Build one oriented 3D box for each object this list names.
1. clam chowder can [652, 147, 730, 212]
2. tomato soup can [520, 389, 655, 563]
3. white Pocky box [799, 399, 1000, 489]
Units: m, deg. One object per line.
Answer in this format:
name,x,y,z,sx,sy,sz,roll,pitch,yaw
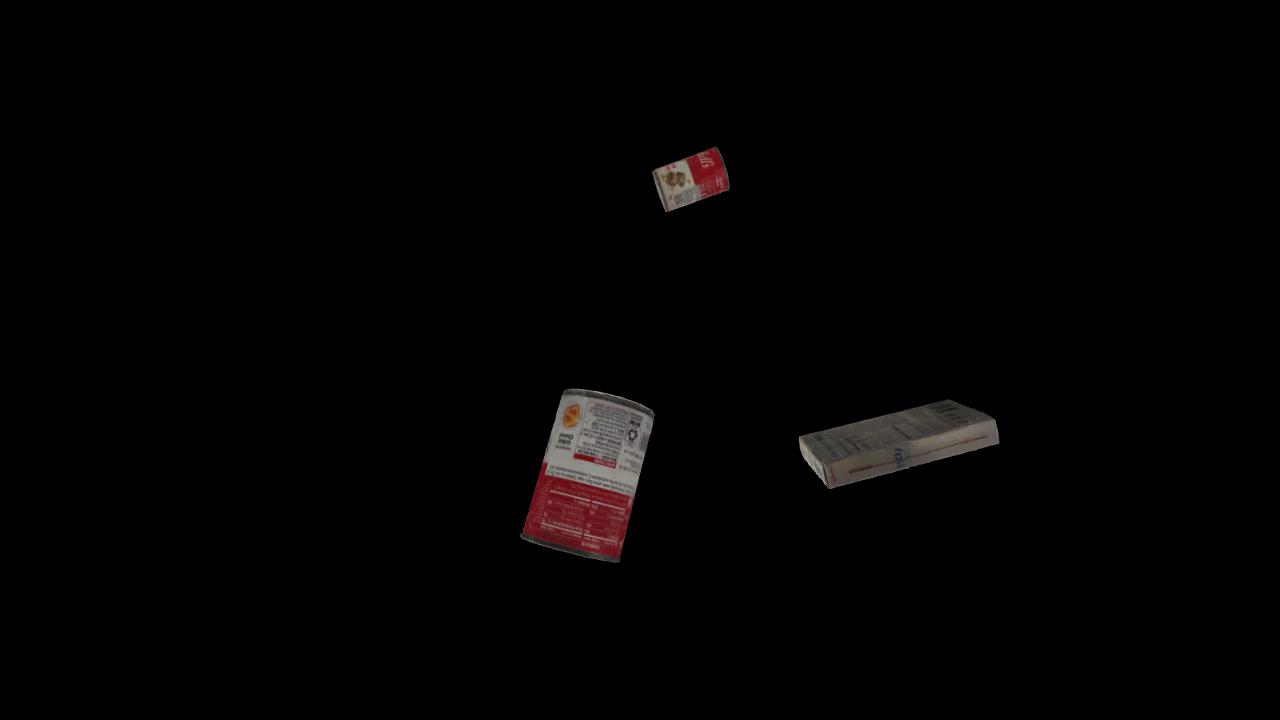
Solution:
clam chowder can,0.077,-0.272,0.931,0.102,0.068,0.068,-20,-1,4
tomato soup can,-0.034,0.076,0.412,0.068,0.101,0.068,13,-13,3
white Pocky box,0.233,0.074,0.568,0.154,0.028,0.084,-15,9,2
